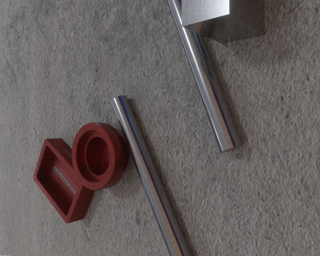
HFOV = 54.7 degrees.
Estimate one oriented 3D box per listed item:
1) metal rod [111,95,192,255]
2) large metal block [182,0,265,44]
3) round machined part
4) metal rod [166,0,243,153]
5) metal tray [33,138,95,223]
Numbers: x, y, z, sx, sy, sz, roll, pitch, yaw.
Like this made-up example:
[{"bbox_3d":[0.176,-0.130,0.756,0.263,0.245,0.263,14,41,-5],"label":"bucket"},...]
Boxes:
[{"bbox_3d":[-0.003,0.090,0.405,0.025,0.025,0.299,-36,68,34],"label":"metal rod"},{"bbox_3d":[0.066,-0.138,0.314,0.050,0.081,0.079,-1,90,40],"label":"large metal block"},{"bbox_3d":[-0.085,0.041,0.461,0.098,0.042,0.097,0,90,39],"label":"round machined part"},{"bbox_3d":[0.035,-0.115,0.374,0.025,0.025,0.299,-28,73,36],"label":"metal rod"},{"bbox_3d":[-0.167,0.087,0.535,0.130,0.030,0.089,37,112,33],"label":"metal tray"}]
